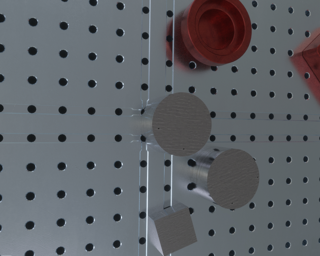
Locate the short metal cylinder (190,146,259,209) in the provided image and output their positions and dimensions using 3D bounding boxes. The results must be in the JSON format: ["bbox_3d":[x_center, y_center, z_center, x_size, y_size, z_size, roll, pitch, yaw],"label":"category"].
[{"bbox_3d":[0.089,0.067,0.432,0.081,0.050,0.080,0,90,-20],"label":"short metal cylinder"}]

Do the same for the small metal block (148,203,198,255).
[{"bbox_3d":[0.017,0.136,0.419,0.050,0.025,0.050,-17,96,-19],"label":"small metal block"}]

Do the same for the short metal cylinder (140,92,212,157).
[{"bbox_3d":[0.020,-0.005,0.406,0.081,0.050,0.080,0,90,-20],"label":"short metal cylinder"}]

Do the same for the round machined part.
[{"bbox_3d":[0.074,-0.134,0.430,0.099,0.042,0.097,0,90,-20],"label":"round machined part"}]

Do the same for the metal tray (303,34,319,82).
[{"bbox_3d":[0.310,-0.105,0.523,0.090,0.030,0.130,-44,104,-15],"label":"metal tray"}]
